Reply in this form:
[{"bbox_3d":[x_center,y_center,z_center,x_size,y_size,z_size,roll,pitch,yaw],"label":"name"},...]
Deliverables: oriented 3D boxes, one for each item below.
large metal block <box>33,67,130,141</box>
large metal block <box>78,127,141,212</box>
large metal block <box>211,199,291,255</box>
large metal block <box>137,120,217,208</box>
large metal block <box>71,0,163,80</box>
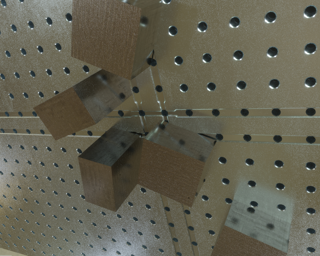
[{"bbox_3d":[-0.101,-0.034,0.406,0.080,0.080,0.050,-19,109,35],"label":"large metal block"},{"bbox_3d":[-0.067,0.057,0.445,0.050,0.080,0.079,13,124,20],"label":"large metal block"},{"bbox_3d":[0.123,0.158,0.428,0.080,0.050,0.079,21,126,15],"label":"large metal block"},{"bbox_3d":[0.021,0.047,0.412,0.080,0.050,0.079,21,126,15],"label":"large metal block"},{"bbox_3d":[-0.051,-0.112,0.351,0.080,0.050,0.079,24,127,13],"label":"large metal block"}]
